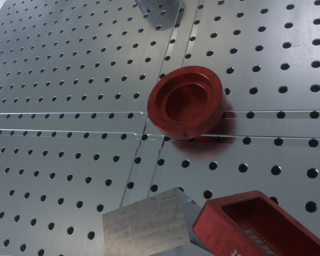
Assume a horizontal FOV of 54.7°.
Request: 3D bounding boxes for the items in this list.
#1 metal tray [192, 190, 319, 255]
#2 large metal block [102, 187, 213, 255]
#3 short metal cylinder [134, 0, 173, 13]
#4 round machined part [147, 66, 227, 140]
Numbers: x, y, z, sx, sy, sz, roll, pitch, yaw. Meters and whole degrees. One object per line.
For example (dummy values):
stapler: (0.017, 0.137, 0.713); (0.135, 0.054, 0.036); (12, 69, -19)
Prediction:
metal tray: (0.100, 0.106, 0.247); (0.130, 0.091, 0.030); (41, 116, 39)
large metal block: (0.001, 0.107, 0.307); (0.080, 0.080, 0.050); (-23, 53, 14)
short metal cylinder: (-0.015, -0.255, 0.557); (0.080, 0.050, 0.080); (-13, 56, 21)
round machined part: (0.037, -0.028, 0.395); (0.098, 0.042, 0.098); (-13, 56, 21)
